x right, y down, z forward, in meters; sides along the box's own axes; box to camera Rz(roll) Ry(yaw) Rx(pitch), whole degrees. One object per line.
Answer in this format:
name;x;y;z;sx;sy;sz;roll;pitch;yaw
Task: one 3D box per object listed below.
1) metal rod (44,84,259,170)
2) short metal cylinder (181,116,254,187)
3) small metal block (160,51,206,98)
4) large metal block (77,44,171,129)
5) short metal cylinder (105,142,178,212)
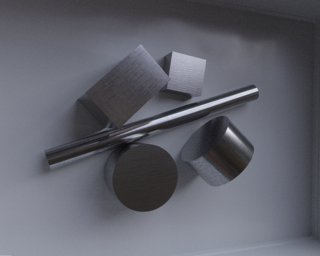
metal rod;0.004;-0.008;0.412;0.302;0.025;0.025;-19;97;-20
short metal cylinder;0.075;0.030;0.409;0.050;0.080;0.080;45;76;-15
small metal block;0.032;-0.072;0.422;0.050;0.025;0.050;9;87;-20
large metal block;-0.045;-0.045;0.364;0.080;0.080;0.050;-45;105;-15
short metal cylinder;-0.025;0.058;0.387;0.081;0.050;0.079;0;90;-21
